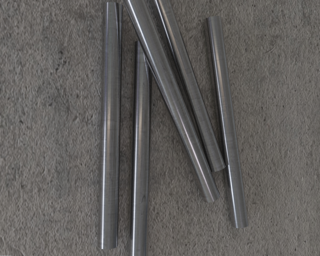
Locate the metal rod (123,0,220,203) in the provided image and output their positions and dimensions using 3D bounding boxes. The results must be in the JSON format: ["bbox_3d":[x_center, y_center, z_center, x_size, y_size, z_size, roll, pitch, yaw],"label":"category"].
[{"bbox_3d":[0.017,-0.035,0.396,0.025,0.025,0.299,-28,106,-18],"label":"metal rod"}]

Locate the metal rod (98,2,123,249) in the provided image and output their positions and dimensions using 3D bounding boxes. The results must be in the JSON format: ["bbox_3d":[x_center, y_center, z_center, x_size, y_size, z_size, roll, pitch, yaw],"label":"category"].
[{"bbox_3d":[-0.062,-0.003,0.386,0.025,0.025,0.298,1,90,-20],"label":"metal rod"}]

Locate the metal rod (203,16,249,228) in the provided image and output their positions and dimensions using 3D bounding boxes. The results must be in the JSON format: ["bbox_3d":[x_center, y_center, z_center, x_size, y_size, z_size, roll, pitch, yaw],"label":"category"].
[{"bbox_3d":[0.095,-0.006,0.443,0.025,0.025,0.298,-9,93,-20],"label":"metal rod"}]

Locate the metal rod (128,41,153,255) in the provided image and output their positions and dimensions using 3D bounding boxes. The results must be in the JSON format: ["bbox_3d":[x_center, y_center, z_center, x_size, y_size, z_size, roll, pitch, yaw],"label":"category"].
[{"bbox_3d":[-0.025,0.039,0.399,0.025,0.025,0.298,2,90,-20],"label":"metal rod"}]

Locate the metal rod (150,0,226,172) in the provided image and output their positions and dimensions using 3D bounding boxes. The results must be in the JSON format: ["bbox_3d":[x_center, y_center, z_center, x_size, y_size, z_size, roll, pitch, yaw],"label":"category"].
[{"bbox_3d":[0.031,-0.082,0.420,0.025,0.025,0.298,-22,98,-19],"label":"metal rod"}]
